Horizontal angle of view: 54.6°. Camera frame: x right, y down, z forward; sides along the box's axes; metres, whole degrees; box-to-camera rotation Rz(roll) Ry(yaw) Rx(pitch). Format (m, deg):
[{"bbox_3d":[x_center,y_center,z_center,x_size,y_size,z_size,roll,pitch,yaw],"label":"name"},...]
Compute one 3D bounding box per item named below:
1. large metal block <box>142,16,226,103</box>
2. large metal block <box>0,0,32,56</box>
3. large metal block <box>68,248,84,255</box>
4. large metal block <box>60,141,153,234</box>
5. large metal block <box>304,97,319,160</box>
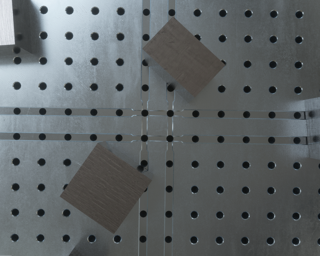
[{"bbox_3d":[0.027,-0.080,0.386,0.080,0.080,0.050,43,90,0],"label":"large metal block"},{"bbox_3d":[-0.218,-0.138,0.399,0.080,0.050,0.080,-4,90,0],"label":"large metal block"},{"bbox_3d":[-0.125,0.211,0.385,0.050,0.080,0.080,41,90,0],"label":"large metal block"},{"bbox_3d":[-0.066,0.073,0.401,0.080,0.050,0.080,35,90,0],"label":"large metal block"},{"bbox_3d":[0.242,-0.002,0.402,0.080,0.050,0.080,-4,90,0],"label":"large metal block"}]
